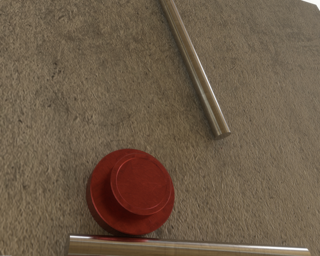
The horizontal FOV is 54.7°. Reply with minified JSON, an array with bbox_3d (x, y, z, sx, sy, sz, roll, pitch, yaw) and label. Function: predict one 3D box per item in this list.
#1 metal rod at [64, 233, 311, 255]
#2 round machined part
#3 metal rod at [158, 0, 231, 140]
[{"bbox_3d":[0.050,0.140,0.346,0.302,0.025,0.025,12,57,-22],"label":"metal rod"},{"bbox_3d":[-0.027,0.066,0.339,0.099,0.042,0.098,14,56,-21],"label":"round machined part"},{"bbox_3d":[0.047,-0.120,0.503,0.025,0.025,0.299,-5,64,-31],"label":"metal rod"}]
